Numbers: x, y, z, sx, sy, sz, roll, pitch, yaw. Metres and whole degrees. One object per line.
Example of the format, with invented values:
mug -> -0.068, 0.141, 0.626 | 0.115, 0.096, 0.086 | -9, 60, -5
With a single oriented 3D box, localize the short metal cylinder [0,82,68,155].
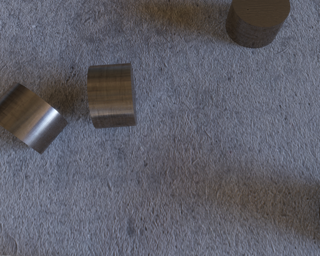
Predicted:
short metal cylinder -> -0.162, -0.011, 0.382 | 0.080, 0.080, 0.050 | 33, 74, 11

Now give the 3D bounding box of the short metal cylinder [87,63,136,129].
short metal cylinder -> -0.058, -0.041, 0.393 | 0.050, 0.080, 0.080 | -4, 70, -2

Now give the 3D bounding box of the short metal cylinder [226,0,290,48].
short metal cylinder -> 0.142, -0.166, 0.456 | 0.081, 0.050, 0.080 | 0, 70, 0
